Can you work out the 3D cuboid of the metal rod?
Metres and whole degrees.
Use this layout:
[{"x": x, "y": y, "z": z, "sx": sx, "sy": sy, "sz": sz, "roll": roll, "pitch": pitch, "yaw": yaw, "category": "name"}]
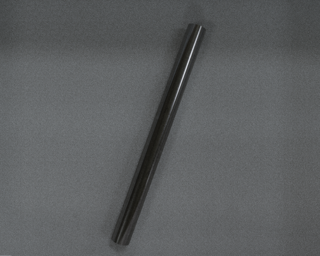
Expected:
[{"x": -0.002, "y": 0.008, "z": 0.409, "sx": 0.025, "sy": 0.025, "sz": 0.299, "roll": 20, "pitch": 90, "yaw": 0, "category": "metal rod"}]
